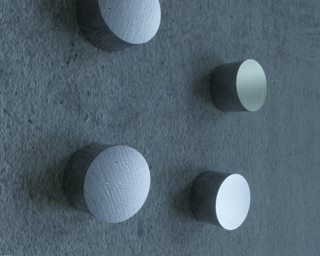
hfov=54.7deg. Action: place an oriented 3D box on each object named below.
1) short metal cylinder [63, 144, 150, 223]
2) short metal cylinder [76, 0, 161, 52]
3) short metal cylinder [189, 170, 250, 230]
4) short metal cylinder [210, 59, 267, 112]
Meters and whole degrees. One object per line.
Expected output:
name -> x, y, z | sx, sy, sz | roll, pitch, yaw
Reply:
short metal cylinder -> -0.058, 0.058, 0.340 | 0.081, 0.050, 0.080 | 0, 90, -40
short metal cylinder -> -0.046, -0.130, 0.349 | 0.081, 0.050, 0.080 | 0, 90, -40
short metal cylinder -> 0.090, 0.106, 0.464 | 0.081, 0.050, 0.080 | 0, 90, -40
short metal cylinder -> 0.125, -0.065, 0.493 | 0.081, 0.050, 0.080 | 0, 90, -40
